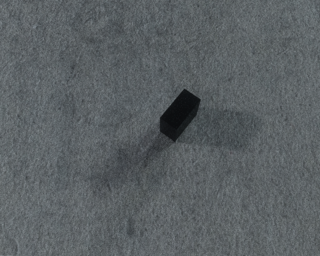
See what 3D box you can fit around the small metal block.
[{"bbox_3d":[0.025,-0.015,0.401,0.025,0.050,0.050,36,74,12],"label":"small metal block"}]
